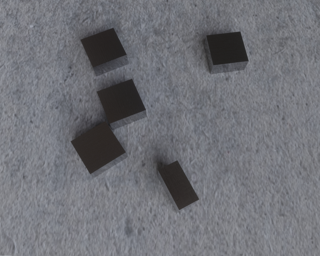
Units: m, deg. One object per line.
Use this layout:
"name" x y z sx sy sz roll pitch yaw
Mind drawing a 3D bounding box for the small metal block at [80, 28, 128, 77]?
"small metal block" -0.080 -0.110 0.447 0.050 0.025 0.050 -23 72 -9

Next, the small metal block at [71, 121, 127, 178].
"small metal block" -0.077 0.028 0.397 0.050 0.025 0.050 -32 73 -11

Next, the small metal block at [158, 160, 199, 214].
"small metal block" 0.020 0.071 0.369 0.025 0.050 0.050 -26 72 -9

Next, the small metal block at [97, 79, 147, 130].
"small metal block" -0.051 -0.032 0.419 0.050 0.025 0.050 -22 72 -8

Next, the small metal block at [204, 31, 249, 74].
"small metal block" 0.095 -0.109 0.449 0.050 0.025 0.050 -8 70 -3
